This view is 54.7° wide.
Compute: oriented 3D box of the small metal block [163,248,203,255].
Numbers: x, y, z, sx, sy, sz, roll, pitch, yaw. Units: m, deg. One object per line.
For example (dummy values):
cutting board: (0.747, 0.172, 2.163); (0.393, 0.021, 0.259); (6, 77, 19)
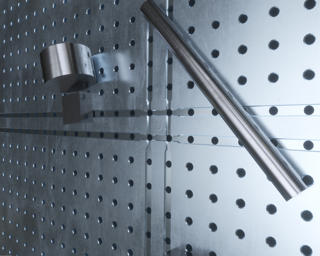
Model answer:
small metal block: (0.031, 0.183, 0.384); (0.050, 0.025, 0.050); (-2, 89, 40)

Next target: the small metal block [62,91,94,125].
small metal block: (-0.140, -0.032, 0.525); (0.050, 0.025, 0.050); (-6, 86, 40)

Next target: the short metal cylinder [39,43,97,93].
short metal cylinder: (-0.146, -0.094, 0.495); (0.080, 0.081, 0.050); (-21, 77, 38)

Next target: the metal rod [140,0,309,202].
metal rod: (0.058, -0.050, 0.360); (0.025, 0.025, 0.299); (-48, 62, 29)
